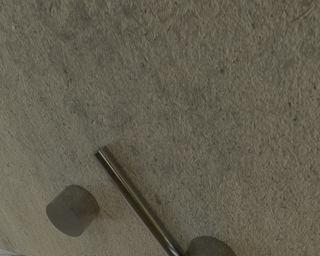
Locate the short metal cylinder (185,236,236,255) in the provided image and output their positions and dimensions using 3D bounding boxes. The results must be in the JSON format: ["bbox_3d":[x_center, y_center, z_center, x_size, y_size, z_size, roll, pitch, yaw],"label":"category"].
[{"bbox_3d":[0.075,0.218,0.486,0.080,0.050,0.079,13,124,21],"label":"short metal cylinder"}]

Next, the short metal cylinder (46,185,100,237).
[{"bbox_3d":[-0.159,0.152,0.569,0.080,0.050,0.079,13,124,21],"label":"short metal cylinder"}]

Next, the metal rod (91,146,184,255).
[{"bbox_3d":[-0.014,0.156,0.510,0.025,0.025,0.299,-25,105,37],"label":"metal rod"}]
